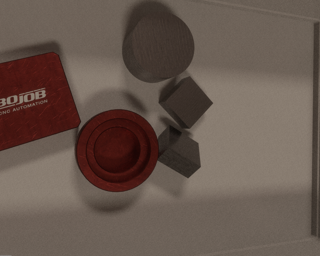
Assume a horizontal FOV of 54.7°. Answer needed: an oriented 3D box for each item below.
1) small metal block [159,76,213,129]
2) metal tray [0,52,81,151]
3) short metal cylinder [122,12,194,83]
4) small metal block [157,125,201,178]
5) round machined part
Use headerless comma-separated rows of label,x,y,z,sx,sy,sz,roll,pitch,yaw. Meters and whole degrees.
small metal block,0.036,-0.034,0.425,0.050,0.025,0.050,47,75,-14
metal tray,-0.166,-0.025,0.347,0.131,0.030,0.089,-19,97,-19
short metal cylinder,-0.003,-0.101,0.397,0.081,0.050,0.079,0,90,-21
small metal block,0.024,0.030,0.405,0.050,0.050,0.025,32,119,-18
round machined part,-0.055,0.026,0.382,0.099,0.042,0.097,0,90,-20
